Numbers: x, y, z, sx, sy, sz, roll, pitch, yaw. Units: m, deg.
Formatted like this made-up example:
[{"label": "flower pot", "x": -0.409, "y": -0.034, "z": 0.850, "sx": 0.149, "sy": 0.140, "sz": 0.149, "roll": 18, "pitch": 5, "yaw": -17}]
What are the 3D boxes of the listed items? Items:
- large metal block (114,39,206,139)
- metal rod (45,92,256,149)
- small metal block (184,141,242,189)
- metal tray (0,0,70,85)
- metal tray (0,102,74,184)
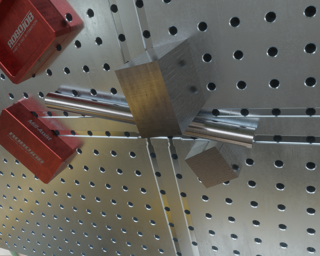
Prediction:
[{"label": "large metal block", "x": 0.005, "y": -0.044, "z": 0.344, "sx": 0.050, "sy": 0.080, "sz": 0.080, "roll": -6, "pitch": 115, "yaw": 31}, {"label": "metal rod", "x": -0.028, "y": -0.015, "z": 0.414, "sx": 0.301, "sy": 0.025, "sz": 0.025, "roll": 11, "pitch": 123, "yaw": 21}, {"label": "small metal block", "x": 0.069, "y": 0.045, "z": 0.402, "sx": 0.050, "sy": 0.025, "sz": 0.050, "roll": -30, "pitch": 102, "yaw": 37}, {"label": "metal tray", "x": -0.192, "y": -0.130, "z": 0.426, "sx": 0.130, "sy": 0.030, "sz": 0.090, "roll": -31, "pitch": 102, "yaw": 37}, {"label": "metal tray", "x": -0.223, "y": 0.028, "z": 0.540, "sx": 0.130, "sy": 0.030, "sz": 0.090, "roll": 42, "pitch": 129, "yaw": -2}]
